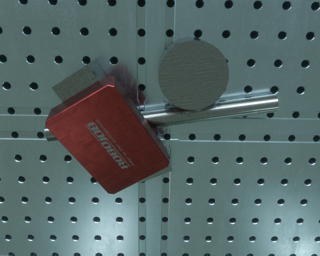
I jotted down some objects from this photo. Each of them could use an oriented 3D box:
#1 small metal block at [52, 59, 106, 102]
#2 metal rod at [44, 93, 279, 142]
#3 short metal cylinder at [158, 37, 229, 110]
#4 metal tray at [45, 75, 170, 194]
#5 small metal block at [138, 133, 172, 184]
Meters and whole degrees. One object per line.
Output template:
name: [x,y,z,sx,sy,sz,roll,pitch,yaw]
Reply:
small metal block: [-0.096,-0.057,0.377,0.050,0.050,0.025,-30,108,10]
metal rod: [0.000,-0.014,0.409,0.302,0.025,0.025,-7,110,2]
short metal cylinder: [0.038,-0.067,0.375,0.081,0.050,0.079,0,110,-1]
metal tray: [-0.058,0.013,0.373,0.090,0.030,0.130,-29,119,10]
small metal block: [-0.016,0.042,0.427,0.050,0.025,0.050,-22,109,7]
